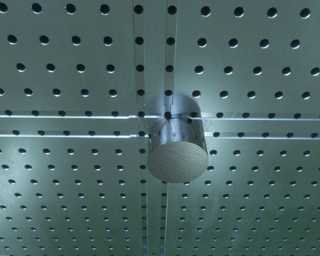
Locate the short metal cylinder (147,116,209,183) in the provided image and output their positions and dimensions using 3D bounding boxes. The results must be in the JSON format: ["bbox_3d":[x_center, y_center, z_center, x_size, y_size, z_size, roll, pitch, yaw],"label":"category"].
[{"bbox_3d":[0.023,0.030,0.421,0.081,0.050,0.079,0,130,0],"label":"short metal cylinder"}]
